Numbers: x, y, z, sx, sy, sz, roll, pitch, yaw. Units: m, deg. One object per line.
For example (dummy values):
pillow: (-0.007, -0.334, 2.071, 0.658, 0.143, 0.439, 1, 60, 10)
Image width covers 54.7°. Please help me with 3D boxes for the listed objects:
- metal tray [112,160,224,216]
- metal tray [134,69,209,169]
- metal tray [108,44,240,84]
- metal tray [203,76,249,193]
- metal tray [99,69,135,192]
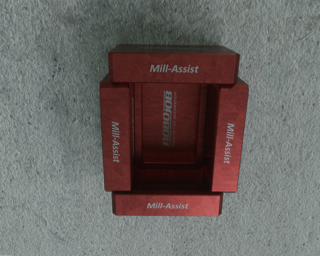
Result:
metal tray: (0.009, 0.075, 0.404, 0.131, 0.090, 0.030, 1, 110, -1)
metal tray: (0.013, -0.010, 0.405, 0.091, 0.030, 0.129, 1, 110, -1)
metal tray: (0.014, -0.074, 0.349, 0.131, 0.090, 0.030, 1, 110, -1)
metal tray: (0.075, 0.001, 0.377, 0.030, 0.090, 0.129, 1, 110, -1)
metal tray: (-0.048, 0.000, 0.375, 0.030, 0.090, 0.129, 1, 110, -1)
